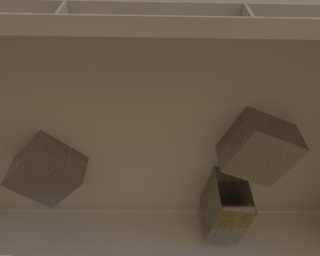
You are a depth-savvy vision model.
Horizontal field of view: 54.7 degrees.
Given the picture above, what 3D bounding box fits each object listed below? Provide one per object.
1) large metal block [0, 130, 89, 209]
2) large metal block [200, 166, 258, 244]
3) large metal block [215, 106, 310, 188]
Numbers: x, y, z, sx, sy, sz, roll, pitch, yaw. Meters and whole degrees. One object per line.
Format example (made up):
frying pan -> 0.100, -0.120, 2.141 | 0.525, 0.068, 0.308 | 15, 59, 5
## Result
large metal block -> -0.163, 0.061, 0.443 | 0.080, 0.050, 0.080 | 36, 122, -27
large metal block -> 0.100, 0.117, 0.474 | 0.050, 0.080, 0.079 | 9, 130, -7
large metal block -> 0.133, 0.027, 0.417 | 0.080, 0.050, 0.079 | 19, 128, -16
